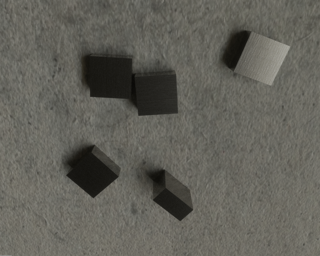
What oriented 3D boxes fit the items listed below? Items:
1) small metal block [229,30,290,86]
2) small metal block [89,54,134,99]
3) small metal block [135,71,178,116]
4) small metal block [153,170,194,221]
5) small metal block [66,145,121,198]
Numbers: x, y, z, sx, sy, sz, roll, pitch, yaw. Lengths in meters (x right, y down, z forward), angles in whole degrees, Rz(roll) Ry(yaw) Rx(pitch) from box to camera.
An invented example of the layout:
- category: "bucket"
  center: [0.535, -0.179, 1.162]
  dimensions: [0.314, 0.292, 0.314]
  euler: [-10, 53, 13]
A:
- category: "small metal block"
  center: [0.121, -0.086, 0.380]
  dimensions: [0.050, 0.025, 0.050]
  euler: [19, 109, -7]
- category: "small metal block"
  center: [-0.060, -0.065, 0.385]
  dimensions: [0.050, 0.025, 0.050]
  euler: [3, 110, -2]
- category: "small metal block"
  center: [-0.004, -0.044, 0.393]
  dimensions: [0.050, 0.025, 0.050]
  euler: [-4, 110, 1]
- category: "small metal block"
  center: [0.017, 0.093, 0.431]
  dimensions: [0.050, 0.050, 0.025]
  euler: [41, 105, -14]
- category: "small metal block"
  center: [-0.092, 0.061, 0.431]
  dimensions: [0.050, 0.025, 0.050]
  euler: [-41, 106, 13]
